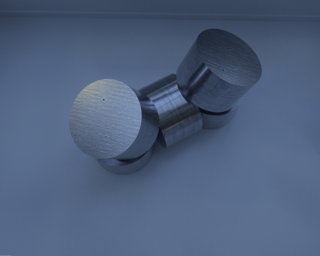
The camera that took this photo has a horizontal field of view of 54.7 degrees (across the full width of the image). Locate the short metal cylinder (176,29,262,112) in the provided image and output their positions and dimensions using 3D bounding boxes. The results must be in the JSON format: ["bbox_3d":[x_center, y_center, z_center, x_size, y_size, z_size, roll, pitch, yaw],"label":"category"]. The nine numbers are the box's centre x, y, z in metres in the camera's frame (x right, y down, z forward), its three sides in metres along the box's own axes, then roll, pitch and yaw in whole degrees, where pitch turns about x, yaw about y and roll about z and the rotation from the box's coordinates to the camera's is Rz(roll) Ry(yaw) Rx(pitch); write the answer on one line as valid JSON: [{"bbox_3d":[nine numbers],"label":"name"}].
[{"bbox_3d":[0.066,-0.065,0.350,0.081,0.050,0.080,12,55,-18],"label":"short metal cylinder"}]

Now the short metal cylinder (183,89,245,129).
[{"bbox_3d":[0.068,-0.044,0.412,0.081,0.050,0.080,0,70,0],"label":"short metal cylinder"}]

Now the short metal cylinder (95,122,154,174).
[{"bbox_3d":[-0.048,0.014,0.389,0.081,0.050,0.080,0,70,0],"label":"short metal cylinder"}]

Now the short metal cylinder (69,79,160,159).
[{"bbox_3d":[-0.047,-0.007,0.328,0.080,0.050,0.080,-2,83,19],"label":"short metal cylinder"}]

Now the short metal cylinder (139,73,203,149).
[{"bbox_3d":[0.010,-0.021,0.386,0.050,0.080,0.080,-28,73,-10],"label":"short metal cylinder"}]
